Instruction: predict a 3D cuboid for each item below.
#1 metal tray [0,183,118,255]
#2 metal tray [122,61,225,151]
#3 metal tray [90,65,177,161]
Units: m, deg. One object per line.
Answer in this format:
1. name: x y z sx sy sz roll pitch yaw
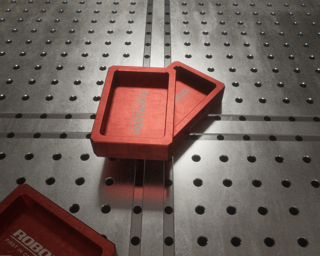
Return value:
1. metal tray: -0.118 0.123 0.299 0.130 0.030 0.090 26 55 20
2. metal tray: 0.019 -0.035 0.433 0.090 0.030 0.131 32 57 23
3. metal tray: -0.027 -0.024 0.383 0.091 0.030 0.130 3 50 2
